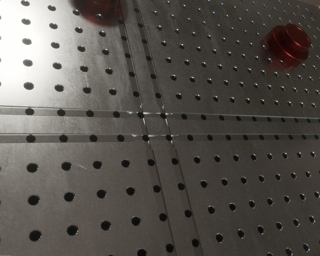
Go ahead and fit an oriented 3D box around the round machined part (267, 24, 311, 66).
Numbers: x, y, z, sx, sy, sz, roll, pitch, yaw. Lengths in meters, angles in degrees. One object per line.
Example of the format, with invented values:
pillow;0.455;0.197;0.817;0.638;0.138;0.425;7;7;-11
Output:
round machined part;0.284;-0.185;0.667;0.099;0.042;0.098;14;56;-21

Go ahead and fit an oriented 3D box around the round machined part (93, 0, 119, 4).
round machined part;-0.093;-0.239;0.494;0.099;0.042;0.098;14;56;-21
